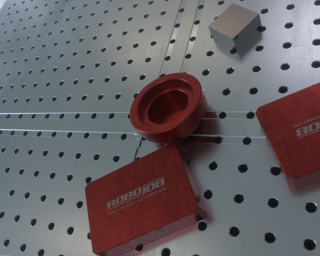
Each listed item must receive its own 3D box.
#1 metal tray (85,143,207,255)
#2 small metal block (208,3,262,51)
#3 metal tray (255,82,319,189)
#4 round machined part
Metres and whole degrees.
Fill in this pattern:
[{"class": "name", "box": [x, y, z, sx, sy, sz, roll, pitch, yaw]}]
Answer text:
[{"class": "metal tray", "box": [-0.022, 0.085, 0.365, 0.130, 0.030, 0.090, -27, 52, 11]}, {"class": "small metal block", "box": [0.107, -0.144, 0.441, 0.050, 0.025, 0.050, -44, 51, -2]}, {"class": "metal tray", "box": [0.177, -0.004, 0.314, 0.130, 0.030, 0.090, -23, 53, 14]}, {"class": "round machined part", "box": [0.014, -0.021, 0.397, 0.098, 0.042, 0.098, -17, 47, 19]}]
